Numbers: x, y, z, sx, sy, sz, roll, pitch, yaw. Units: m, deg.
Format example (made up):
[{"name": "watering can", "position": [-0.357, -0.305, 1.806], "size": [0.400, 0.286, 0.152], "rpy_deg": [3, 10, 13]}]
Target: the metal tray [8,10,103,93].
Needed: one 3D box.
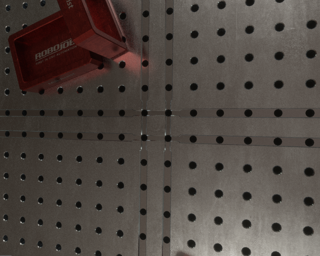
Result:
[{"name": "metal tray", "position": [-0.159, -0.116, 0.464], "size": [0.130, 0.030, 0.090], "rpy_deg": [-18, 84, 18]}]

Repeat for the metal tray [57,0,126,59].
[{"name": "metal tray", "position": [-0.098, -0.164, 0.411], "size": [0.030, 0.090, 0.129], "rpy_deg": [-24, 82, 18]}]
